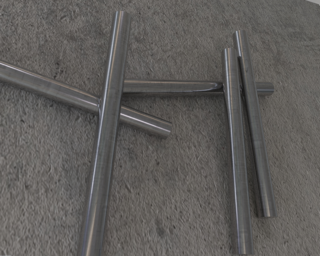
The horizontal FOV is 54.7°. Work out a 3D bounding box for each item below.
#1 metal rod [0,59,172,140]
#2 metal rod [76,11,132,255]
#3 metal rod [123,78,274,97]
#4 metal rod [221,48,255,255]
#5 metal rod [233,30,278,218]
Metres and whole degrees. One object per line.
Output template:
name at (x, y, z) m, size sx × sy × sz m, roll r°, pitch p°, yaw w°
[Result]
metal rod at (-0.126, -0.045, 0.363) m, size 0.302 × 0.025 × 0.025 m, roll 20°, pitch 54°, yaw -17°
metal rod at (-0.058, -0.008, 0.349) m, size 0.025 × 0.025 × 0.299 m, roll 13°, pitch 65°, yaw -21°
metal rod at (0.062, -0.060, 0.473) m, size 0.303 × 0.025 × 0.025 m, roll -4°, pitch 64°, yaw -30°
metal rod at (0.105, 0.015, 0.430) m, size 0.025 × 0.025 × 0.299 m, roll 13°, pitch 62°, yaw -21°
metal rod at (0.139, -0.020, 0.466) m, size 0.025 × 0.025 × 0.299 m, roll 9°, pitch 65°, yaw -24°
